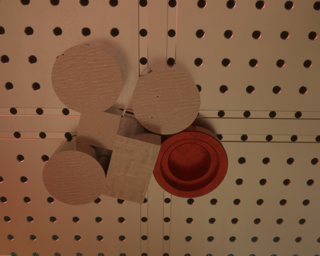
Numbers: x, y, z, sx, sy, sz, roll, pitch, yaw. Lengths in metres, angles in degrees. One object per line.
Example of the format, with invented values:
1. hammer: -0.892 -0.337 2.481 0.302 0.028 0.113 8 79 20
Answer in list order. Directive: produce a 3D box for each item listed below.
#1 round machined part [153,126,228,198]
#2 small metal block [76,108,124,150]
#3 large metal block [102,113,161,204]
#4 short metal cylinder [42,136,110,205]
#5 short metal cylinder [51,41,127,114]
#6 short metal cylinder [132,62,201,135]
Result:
1. round machined part: 0.039 0.042 0.420 0.099 0.042 0.097 0 110 0
2. small metal block: -0.080 -0.003 0.411 0.050 0.025 0.050 14 110 -5
3. large metal block: -0.034 0.036 0.394 0.050 0.080 0.079 15 109 -6
4. short metal cylinder: -0.110 0.056 0.419 0.081 0.050 0.079 0 110 0
5. short metal cylinder: -0.083 -0.062 0.376 0.081 0.050 0.079 0 110 0
6. short metal cylinder: 0.007 -0.038 0.386 0.081 0.050 0.079 0 110 0
